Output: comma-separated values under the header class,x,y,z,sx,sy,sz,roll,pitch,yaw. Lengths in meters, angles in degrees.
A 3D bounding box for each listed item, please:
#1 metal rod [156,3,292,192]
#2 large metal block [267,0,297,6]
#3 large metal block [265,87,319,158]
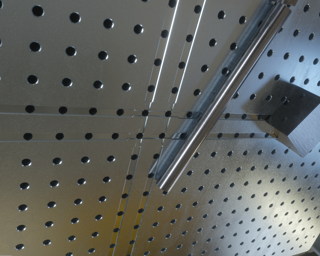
class,x,y,z,sx,sy,sz,roll,pitch,yaw
metal rod,0.083,-0.034,0.437,0.025,0.025,0.299,23,106,-37
large metal block,0.119,-0.185,0.328,0.050,0.080,0.079,11,113,-33
large metal block,0.239,-0.008,0.524,0.080,0.050,0.080,-47,130,4
